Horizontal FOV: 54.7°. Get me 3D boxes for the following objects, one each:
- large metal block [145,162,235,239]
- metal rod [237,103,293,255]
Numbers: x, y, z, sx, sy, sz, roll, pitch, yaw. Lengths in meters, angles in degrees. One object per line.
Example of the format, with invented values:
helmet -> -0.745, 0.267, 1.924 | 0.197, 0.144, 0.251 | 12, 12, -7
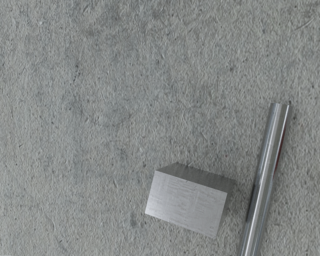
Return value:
large metal block -> 0.039, 0.080, 0.365 | 0.080, 0.080, 0.050 | 15, 95, 19
metal rod -> 0.112, 0.119, 0.369 | 0.025, 0.025, 0.298 | 13, 94, 19
